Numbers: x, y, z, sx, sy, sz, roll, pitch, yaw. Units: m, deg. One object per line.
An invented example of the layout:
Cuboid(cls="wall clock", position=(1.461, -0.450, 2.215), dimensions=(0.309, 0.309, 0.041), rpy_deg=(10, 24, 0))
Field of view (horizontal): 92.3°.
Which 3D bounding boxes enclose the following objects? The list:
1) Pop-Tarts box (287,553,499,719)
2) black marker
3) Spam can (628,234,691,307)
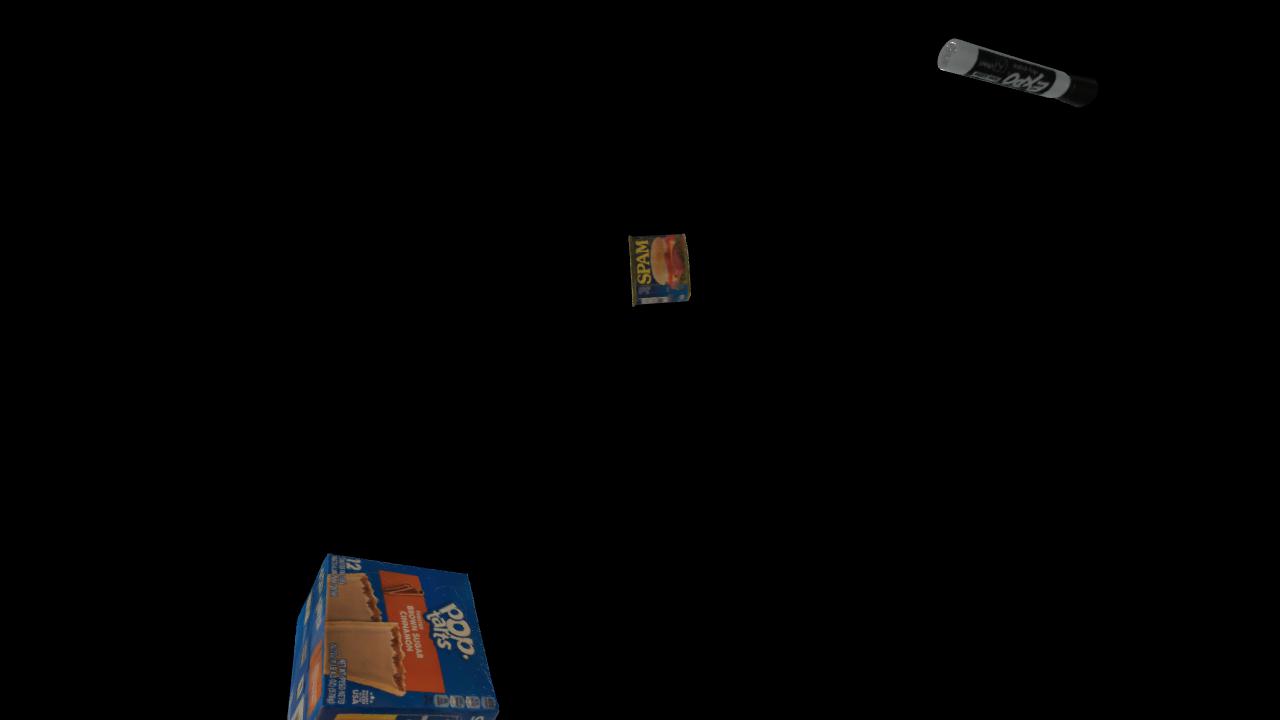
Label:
Cuboid(cls="Pop-Tarts box", position=(-0.217, 0.264, 0.537), dimensions=(0.141, 0.083, 0.167), rpy_deg=(23, 13, -31))
Cuboid(cls="black marker", position=(0.253, -0.188, 0.407), dimensions=(0.121, 0.020, 0.020), rpy_deg=(6, -2, -16))
Cuboid(cls="Spam can", position=(0.028, -0.132, 0.900), dimensions=(0.085, 0.101, 0.058), rpy_deg=(-3, -14, 0))
